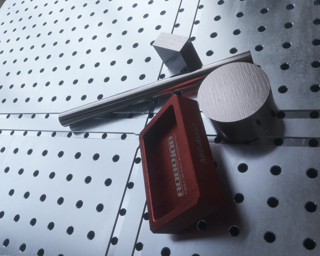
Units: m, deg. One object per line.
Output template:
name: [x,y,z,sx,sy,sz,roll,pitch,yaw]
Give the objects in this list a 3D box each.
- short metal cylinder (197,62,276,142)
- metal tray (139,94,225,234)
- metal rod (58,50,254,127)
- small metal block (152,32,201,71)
short metal cylinder: [0.090,-0.030,0.363,0.080,0.050,0.080,-13,56,21]
metal tray: [0.016,0.039,0.343,0.090,0.030,0.130,-47,41,41]
metal rod: [-0.018,-0.051,0.448,0.301,0.025,0.025,-15,56,19]
small metal block: [0.025,-0.108,0.446,0.050,0.050,0.025,24,75,36]
